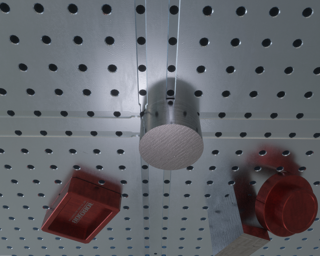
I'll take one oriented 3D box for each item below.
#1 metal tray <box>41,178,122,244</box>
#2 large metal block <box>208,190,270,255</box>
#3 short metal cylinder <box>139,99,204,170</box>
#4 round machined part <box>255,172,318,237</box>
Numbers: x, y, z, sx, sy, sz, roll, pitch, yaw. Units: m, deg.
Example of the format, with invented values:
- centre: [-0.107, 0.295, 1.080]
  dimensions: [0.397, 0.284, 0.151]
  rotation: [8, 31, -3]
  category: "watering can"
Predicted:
- centre: [-0.136, 0.145, 0.530]
  dimensions: [0.090, 0.030, 0.129]
  rotation: [26, 125, -21]
  category: "metal tray"
- centre: [0.127, 0.164, 0.517]
  dimensions: [0.050, 0.080, 0.080]
  rotation: [22, 127, -17]
  category: "large metal block"
- centre: [0.014, 0.010, 0.404]
  dimensions: [0.081, 0.050, 0.079]
  rotation: [0, 130, 0]
  category: "short metal cylinder"
- centre: [0.198, 0.119, 0.471]
  dimensions: [0.099, 0.042, 0.097]
  rotation: [-3, 97, -21]
  category: "round machined part"
